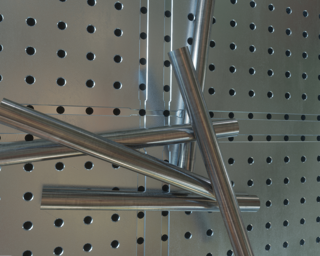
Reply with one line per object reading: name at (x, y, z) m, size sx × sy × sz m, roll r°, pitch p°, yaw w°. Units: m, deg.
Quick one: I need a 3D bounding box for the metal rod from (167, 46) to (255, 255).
metal rod at (0.069, 0.047, 0.386) m, size 0.025 × 0.025 × 0.298 m, roll -23°, pitch 100°, yaw -19°

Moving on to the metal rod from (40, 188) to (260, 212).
metal rod at (0.002, 0.098, 0.414) m, size 0.302 × 0.025 × 0.025 m, roll 6°, pitch 88°, yaw -20°

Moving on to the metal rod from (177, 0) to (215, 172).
metal rod at (0.051, -0.070, 0.432) m, size 0.025 × 0.025 × 0.298 m, roll 8°, pitch 87°, yaw -20°

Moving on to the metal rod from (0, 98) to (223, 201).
metal rod at (-0.032, 0.037, 0.364) m, size 0.302 × 0.025 × 0.025 m, roll 24°, pitch 82°, yaw -25°

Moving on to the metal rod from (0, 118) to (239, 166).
metal rod at (-0.045, 0.016, 0.380) m, size 0.302 × 0.025 × 0.025 m, roll -6°, pitch 93°, yaw -14°
